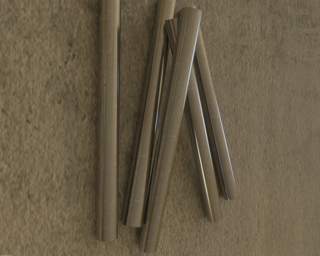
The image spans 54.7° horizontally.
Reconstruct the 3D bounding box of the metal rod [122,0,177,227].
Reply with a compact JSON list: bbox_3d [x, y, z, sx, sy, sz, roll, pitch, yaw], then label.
[{"bbox_3d":[-0.012,-0.029,0.396,0.025,0.025,0.298,15,81,-39],"label":"metal rod"}]

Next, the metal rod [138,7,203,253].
[{"bbox_3d":[0.011,0.007,0.380,0.025,0.025,0.298,6,97,-40],"label":"metal rod"}]

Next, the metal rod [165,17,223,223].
[{"bbox_3d":[0.052,0.001,0.432,0.025,0.025,0.298,-28,113,-37],"label":"metal rod"}]

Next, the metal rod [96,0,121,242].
[{"bbox_3d":[-0.059,-0.023,0.356,0.025,0.025,0.298,1,89,-40],"label":"metal rod"}]

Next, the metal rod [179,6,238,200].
[{"bbox_3d":[0.077,-0.029,0.471,0.025,0.025,0.298,-25,106,-38],"label":"metal rod"}]
